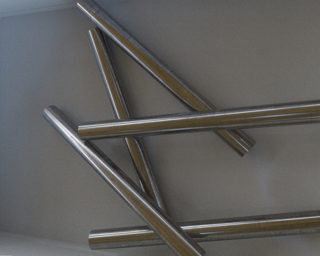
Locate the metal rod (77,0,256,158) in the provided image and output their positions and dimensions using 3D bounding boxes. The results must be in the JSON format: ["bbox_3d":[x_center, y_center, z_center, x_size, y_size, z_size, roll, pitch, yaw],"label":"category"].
[{"bbox_3d":[0.000,-0.074,0.403,0.300,0.025,0.025,43,104,12],"label":"metal rod"}]

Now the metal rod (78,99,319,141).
[{"bbox_3d":[0.037,-0.007,0.367,0.301,0.025,0.025,-5,89,20],"label":"metal rod"}]

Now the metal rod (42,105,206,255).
[{"bbox_3d":[-0.062,0.060,0.403,0.300,0.025,0.025,39,103,27],"label":"metal rod"}]

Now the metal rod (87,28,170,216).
[{"bbox_3d":[-0.042,0.002,0.425,0.025,0.025,0.299,-22,83,18],"label":"metal rod"}]

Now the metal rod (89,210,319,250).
[{"bbox_3d":[0.059,0.123,0.370,0.301,0.025,0.025,-9,87,12],"label":"metal rod"}]
